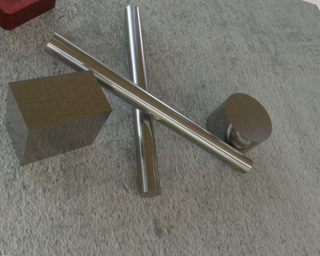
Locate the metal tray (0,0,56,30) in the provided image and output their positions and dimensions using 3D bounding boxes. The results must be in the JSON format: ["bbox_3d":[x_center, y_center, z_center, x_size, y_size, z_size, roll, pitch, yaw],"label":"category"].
[{"bbox_3d":[-0.215,-0.195,0.404,0.130,0.030,0.090,39,51,-2],"label":"metal tray"}]

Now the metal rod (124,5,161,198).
[{"bbox_3d":[-0.028,-0.055,0.423,0.025,0.025,0.299,7,59,-25],"label":"metal rod"}]

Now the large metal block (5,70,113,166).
[{"bbox_3d":[-0.107,-0.010,0.318,0.081,0.080,0.050,-18,72,-35],"label":"large metal block"}]

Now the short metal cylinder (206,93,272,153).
[{"bbox_3d":[0.115,-0.005,0.455,0.081,0.050,0.080,14,56,-21],"label":"short metal cylinder"}]

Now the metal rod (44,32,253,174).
[{"bbox_3d":[0.002,-0.020,0.387,0.301,0.025,0.025,31,51,-20],"label":"metal rod"}]
